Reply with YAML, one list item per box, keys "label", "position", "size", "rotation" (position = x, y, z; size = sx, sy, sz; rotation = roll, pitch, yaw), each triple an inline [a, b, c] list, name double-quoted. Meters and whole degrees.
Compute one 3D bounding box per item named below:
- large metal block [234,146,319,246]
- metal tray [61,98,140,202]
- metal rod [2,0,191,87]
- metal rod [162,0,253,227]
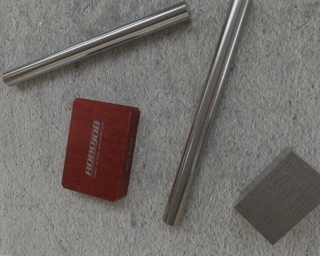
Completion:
- label: "large metal block"
  position: [0.131, 0.067, 0.334]
  size: [0.050, 0.080, 0.080]
  rotation: [44, 104, 14]
- label: "metal tray"
  position: [-0.084, 0.028, 0.435]
  size: [0.090, 0.030, 0.129]
  rotation: [10, 93, 19]
- label: "metal rod"
  position: [-0.102, -0.114, 0.443]
  size: [0.301, 0.025, 0.025]
  rotation: [-15, 85, 19]
- label: "metal rod"
  position: [0.058, -0.020, 0.388]
  size: [0.025, 0.025, 0.298]
  rotation: [19, 96, 18]
